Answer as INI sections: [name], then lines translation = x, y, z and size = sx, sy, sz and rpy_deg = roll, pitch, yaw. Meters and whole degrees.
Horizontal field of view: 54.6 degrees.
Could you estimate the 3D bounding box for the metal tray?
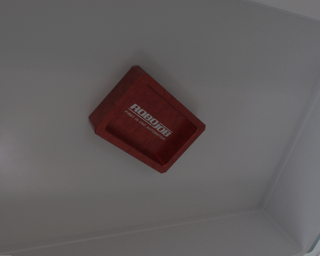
[metal tray]
translation = -0.012, -0.005, 0.394
size = 0.090, 0.030, 0.130
rpy_deg = -48, 129, 6
